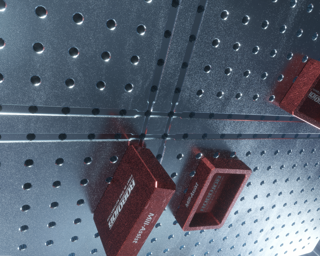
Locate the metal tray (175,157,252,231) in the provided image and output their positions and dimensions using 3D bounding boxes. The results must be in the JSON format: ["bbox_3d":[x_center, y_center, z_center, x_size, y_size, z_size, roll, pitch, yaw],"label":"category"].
[{"bbox_3d":[0.089,0.114,0.525,0.091,0.030,0.129,8,115,-32],"label":"metal tray"}]

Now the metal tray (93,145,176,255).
[{"bbox_3d":[-0.039,0.099,0.408,0.030,0.090,0.129,17,109,-35],"label":"metal tray"}]

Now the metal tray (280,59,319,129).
[{"bbox_3d":[0.272,-0.050,0.524,0.131,0.030,0.090,18,109,-35],"label":"metal tray"}]
